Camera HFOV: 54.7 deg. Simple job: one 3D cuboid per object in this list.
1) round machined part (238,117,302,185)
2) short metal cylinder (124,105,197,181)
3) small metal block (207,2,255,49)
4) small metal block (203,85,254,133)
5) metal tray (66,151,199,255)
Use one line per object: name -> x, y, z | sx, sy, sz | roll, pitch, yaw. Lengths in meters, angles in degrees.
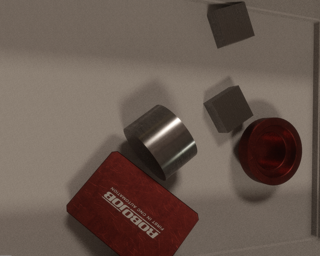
round machined part -> 0.158, 0.033, 0.462 | 0.099, 0.042, 0.097 | 0, 90, -21
short metal cylinder -> 0.000, 0.018, 0.382 | 0.050, 0.080, 0.080 | -38, 103, -16
small metal block -> 0.103, -0.149, 0.449 | 0.050, 0.025, 0.050 | -22, 98, -18
small metal block -> 0.099, -0.027, 0.449 | 0.050, 0.025, 0.050 | -33, 101, -17
metal tray -> -0.032, 0.101, 0.370 | 0.130, 0.030, 0.090 | 37, 76, 8
